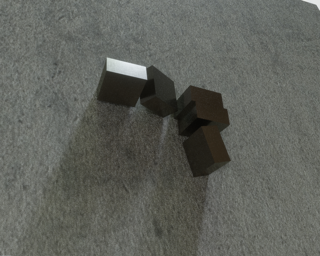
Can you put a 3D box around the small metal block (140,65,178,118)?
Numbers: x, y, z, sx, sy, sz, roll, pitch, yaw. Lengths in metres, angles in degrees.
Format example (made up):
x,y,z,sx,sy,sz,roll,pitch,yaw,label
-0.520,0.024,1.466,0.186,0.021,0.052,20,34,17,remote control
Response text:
x,y,z,sx,sy,sz,roll,pitch,yaw,label
-0.003,-0.049,0.420,0.050,0.025,0.050,29,46,-47,small metal block

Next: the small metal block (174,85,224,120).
x,y,z,sx,sy,sz,roll,pitch,yaw,label
0.053,-0.030,0.437,0.050,0.050,0.025,11,57,-23,small metal block

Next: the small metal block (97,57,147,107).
x,y,z,sx,sy,sz,roll,pitch,yaw,label
-0.049,-0.057,0.393,0.050,0.050,0.025,10,47,-20,small metal block

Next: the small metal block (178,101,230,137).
x,y,z,sx,sy,sz,roll,pitch,yaw,label
0.059,-0.008,0.426,0.050,0.050,0.025,11,57,-23,small metal block

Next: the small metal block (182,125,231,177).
x,y,z,sx,sy,sz,roll,pitch,yaw,label
0.059,0.031,0.403,0.025,0.050,0.050,-3,64,-30,small metal block
